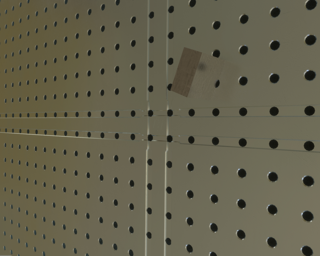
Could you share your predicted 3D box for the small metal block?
[{"bbox_3d":[0.044,-0.061,0.357,0.025,0.050,0.050,29,108,36],"label":"small metal block"}]
